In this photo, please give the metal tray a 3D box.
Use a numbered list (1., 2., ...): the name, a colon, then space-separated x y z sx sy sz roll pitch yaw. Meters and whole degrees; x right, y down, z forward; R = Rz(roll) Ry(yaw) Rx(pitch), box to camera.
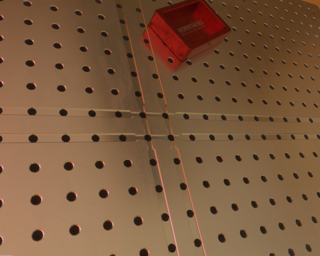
1. metal tray: 0.056 -0.177 0.542 0.131 0.030 0.090 -34 81 -38
